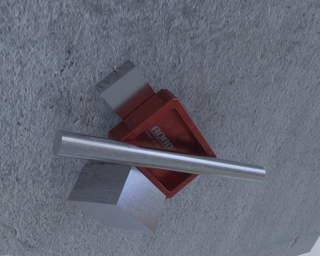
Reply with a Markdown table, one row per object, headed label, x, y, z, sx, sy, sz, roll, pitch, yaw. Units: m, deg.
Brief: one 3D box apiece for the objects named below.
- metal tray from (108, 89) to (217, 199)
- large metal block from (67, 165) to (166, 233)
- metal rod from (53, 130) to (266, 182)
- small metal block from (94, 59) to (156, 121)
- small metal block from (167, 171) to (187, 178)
| label | x | y | z | sx | sy | sz | roll | pitch | yaw |
| --- | --- | --- | --- | --- | --- | --- | --- | --- | --- |
| metal tray | 0.008 | 0.025 | 0.393 | 0.090 | 0.030 | 0.130 | -40 | 130 | -2 |
| large metal block | -0.052 | 0.088 | 0.389 | 0.080 | 0.080 | 0.050 | 51 | 47 | -40 |
| metal rod | 0.025 | 0.041 | 0.378 | 0.302 | 0.025 | 0.025 | 13 | 112 | -34 |
| small metal block | -0.039 | -0.043 | 0.362 | 0.050 | 0.025 | 0.050 | -39 | 130 | -2 |
| small metal block | 0.033 | 0.053 | 0.461 | 0.050 | 0.025 | 0.050 | -44 | 130 | 2 |
